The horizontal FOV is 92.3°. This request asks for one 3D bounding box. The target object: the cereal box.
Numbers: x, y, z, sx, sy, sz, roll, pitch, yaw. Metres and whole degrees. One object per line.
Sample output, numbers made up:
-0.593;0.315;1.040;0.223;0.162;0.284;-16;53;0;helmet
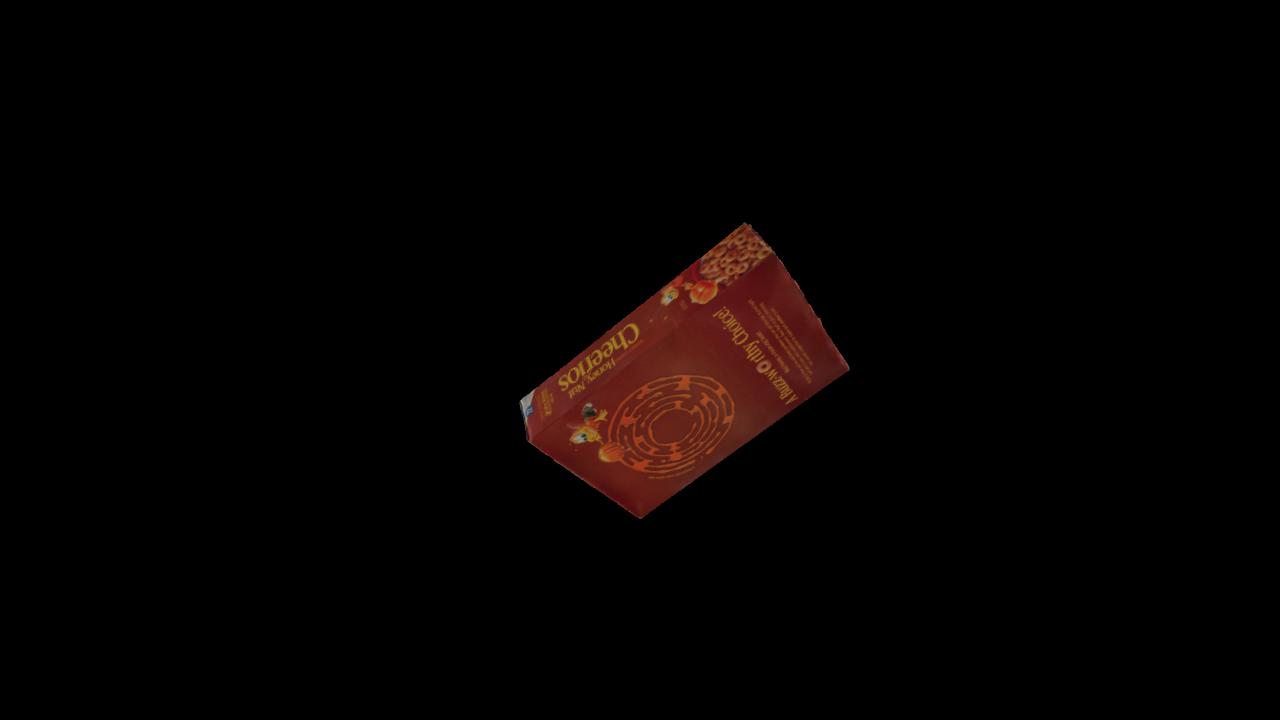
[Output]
0.050;0.027;0.666;0.203;0.306;0.081;44;14;-38;cereal box
